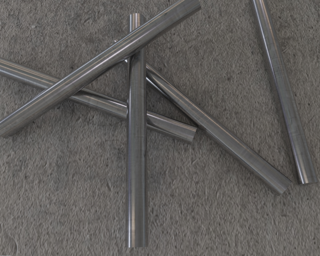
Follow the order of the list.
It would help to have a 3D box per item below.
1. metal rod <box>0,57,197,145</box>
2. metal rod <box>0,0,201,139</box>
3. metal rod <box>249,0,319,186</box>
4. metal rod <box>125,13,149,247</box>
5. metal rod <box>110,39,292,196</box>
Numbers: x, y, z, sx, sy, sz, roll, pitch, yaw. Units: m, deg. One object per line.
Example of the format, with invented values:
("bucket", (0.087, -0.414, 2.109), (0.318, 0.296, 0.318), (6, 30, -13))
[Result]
("metal rod", (-0.096, -0.040, 0.422), (0.301, 0.025, 0.025), (20, 71, 7))
("metal rod", (-0.082, -0.077, 0.395), (0.301, 0.025, 0.025), (-33, 73, 4))
("metal rod", (0.167, -0.070, 0.434), (0.025, 0.025, 0.299), (-6, 70, -2))
("metal rod", (-0.029, -0.012, 0.384), (0.025, 0.025, 0.299), (-1, 70, -1))
("metal rod", (0.044, -0.022, 0.416), (0.300, 0.025, 0.025), (41, 75, 13))
